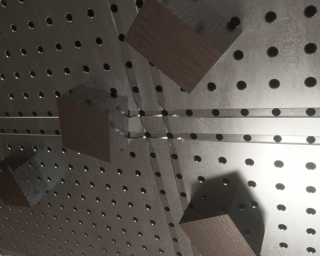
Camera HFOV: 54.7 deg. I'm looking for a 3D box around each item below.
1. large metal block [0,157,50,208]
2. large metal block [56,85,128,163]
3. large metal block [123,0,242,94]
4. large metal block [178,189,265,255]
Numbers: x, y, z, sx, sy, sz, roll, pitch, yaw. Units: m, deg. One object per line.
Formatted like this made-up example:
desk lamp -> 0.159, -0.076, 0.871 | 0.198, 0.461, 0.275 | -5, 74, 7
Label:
large metal block -> -0.275, 0.104, 0.601 | 0.080, 0.050, 0.080 | -4, 117, 29
large metal block -> -0.092, -0.007, 0.437 | 0.080, 0.050, 0.079 | 16, 125, 18
large metal block -> 0.026, -0.091, 0.305 | 0.080, 0.080, 0.050 | 40, 129, 0
large metal block -> 0.087, 0.141, 0.435 | 0.080, 0.050, 0.080 | -25, 105, 36
